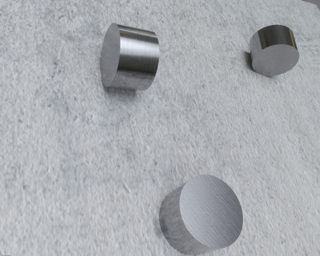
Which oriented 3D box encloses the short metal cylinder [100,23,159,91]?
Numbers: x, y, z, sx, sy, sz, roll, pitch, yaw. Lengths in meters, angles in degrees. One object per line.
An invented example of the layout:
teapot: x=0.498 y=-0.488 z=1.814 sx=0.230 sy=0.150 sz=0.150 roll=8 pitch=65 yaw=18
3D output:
short metal cylinder: x=-0.041 y=-0.091 z=0.403 sx=0.050 sy=0.080 sz=0.080 roll=3 pitch=60 yaw=-27

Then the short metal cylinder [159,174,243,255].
short metal cylinder: x=0.046 y=0.100 z=0.354 sx=0.081 sy=0.050 sz=0.080 roll=14 pitch=56 yaw=-21

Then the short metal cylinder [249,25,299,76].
short metal cylinder: x=0.208 y=-0.141 z=0.570 sx=0.081 sy=0.080 sz=0.050 roll=16 pitch=56 yaw=-20
